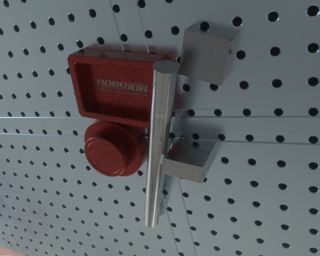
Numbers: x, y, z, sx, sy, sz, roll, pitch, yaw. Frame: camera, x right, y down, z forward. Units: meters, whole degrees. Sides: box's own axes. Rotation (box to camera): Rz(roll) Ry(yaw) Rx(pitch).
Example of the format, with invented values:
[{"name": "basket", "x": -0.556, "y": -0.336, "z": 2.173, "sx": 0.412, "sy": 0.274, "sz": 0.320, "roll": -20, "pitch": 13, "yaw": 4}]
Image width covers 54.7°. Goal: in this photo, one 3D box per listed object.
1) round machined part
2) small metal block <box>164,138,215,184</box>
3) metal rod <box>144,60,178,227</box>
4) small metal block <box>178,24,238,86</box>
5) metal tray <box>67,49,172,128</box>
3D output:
[{"name": "round machined part", "x": -0.072, "y": 0.033, "z": 0.459, "sx": 0.098, "sy": 0.042, "sz": 0.097, "roll": 13, "pitch": 124, "yaw": 21}, {"name": "small metal block", "x": 0.039, "y": 0.041, "z": 0.400, "sx": 0.050, "sy": 0.050, "sz": 0.025, "roll": 11, "pitch": 123, "yaw": 22}, {"name": "metal rod", "x": -0.005, "y": 0.046, "z": 0.412, "sx": 0.025, "sy": 0.025, "sz": 0.298, "roll": 21, "pitch": 136, "yaw": 16}, {"name": "small metal block", "x": 0.051, "y": -0.079, "z": 0.336, "sx": 0.050, "sy": 0.025, "sz": 0.050, "roll": 19, "pitch": 126, "yaw": 17}, {"name": "metal tray", "x": -0.051, "y": -0.051, "z": 0.403, "sx": 0.130, "sy": 0.030, "sz": 0.089, "roll": 10, "pitch": 123, "yaw": 23}]
